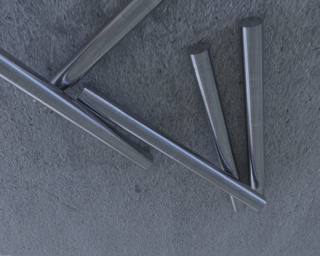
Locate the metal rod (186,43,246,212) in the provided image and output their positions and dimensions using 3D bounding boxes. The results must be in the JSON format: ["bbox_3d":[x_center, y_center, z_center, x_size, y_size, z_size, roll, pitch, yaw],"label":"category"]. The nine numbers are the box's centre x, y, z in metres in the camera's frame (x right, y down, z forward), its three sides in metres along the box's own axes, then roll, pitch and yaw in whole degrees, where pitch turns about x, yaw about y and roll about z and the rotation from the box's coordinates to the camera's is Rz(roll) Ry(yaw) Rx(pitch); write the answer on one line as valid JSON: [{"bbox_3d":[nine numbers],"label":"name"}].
[{"bbox_3d":[0.086,0.022,0.426,0.025,0.025,0.299,-14,129,11],"label":"metal rod"}]

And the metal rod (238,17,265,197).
[{"bbox_3d":[0.125,0.003,0.410,0.025,0.025,0.299,-10,130,8],"label":"metal rod"}]

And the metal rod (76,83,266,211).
[{"bbox_3d":[0.027,0.034,0.415,0.301,0.025,0.025,33,123,-18],"label":"metal rod"}]

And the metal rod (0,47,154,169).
[{"bbox_3d":[-0.109,-0.026,0.352,0.025,0.025,0.301,-30,134,23],"label":"metal rod"}]

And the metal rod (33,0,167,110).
[{"bbox_3d":[-0.033,-0.110,0.312,0.299,0.025,0.025,-35,122,26],"label":"metal rod"}]
